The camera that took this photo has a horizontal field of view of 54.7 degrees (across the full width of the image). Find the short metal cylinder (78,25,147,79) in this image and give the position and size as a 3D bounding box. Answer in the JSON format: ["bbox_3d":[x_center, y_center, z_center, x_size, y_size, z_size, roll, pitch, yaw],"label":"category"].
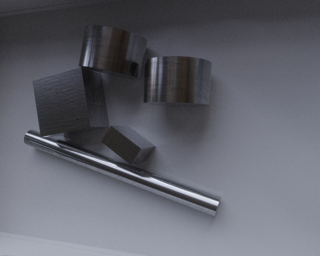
[{"bbox_3d":[-0.061,-0.096,0.402,0.080,0.080,0.050,13,95,19],"label":"short metal cylinder"}]

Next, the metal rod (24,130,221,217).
[{"bbox_3d":[-0.064,0.056,0.431,0.301,0.025,0.025,17,96,18],"label":"metal rod"}]

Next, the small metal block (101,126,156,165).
[{"bbox_3d":[-0.041,0.021,0.411,0.050,0.050,0.025,36,102,16],"label":"small metal block"}]

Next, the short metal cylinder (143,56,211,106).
[{"bbox_3d":[0.021,-0.053,0.373,0.080,0.080,0.050,2,91,19],"label":"short metal cylinder"}]

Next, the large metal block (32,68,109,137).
[{"bbox_3d":[-0.125,-0.034,0.440,0.080,0.050,0.080,-11,87,19],"label":"large metal block"}]
